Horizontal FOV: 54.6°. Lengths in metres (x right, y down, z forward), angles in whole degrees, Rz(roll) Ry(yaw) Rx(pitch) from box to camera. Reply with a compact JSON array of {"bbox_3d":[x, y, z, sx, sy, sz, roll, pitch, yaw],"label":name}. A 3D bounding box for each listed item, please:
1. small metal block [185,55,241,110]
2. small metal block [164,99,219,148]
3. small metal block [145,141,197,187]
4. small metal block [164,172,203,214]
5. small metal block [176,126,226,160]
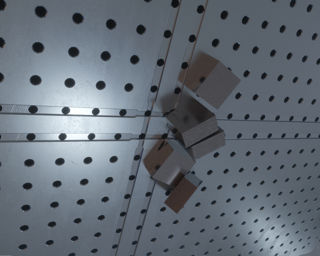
[{"bbox_3d":[0.071,-0.060,0.412,0.050,0.025,0.050,30,102,-38],"label":"small metal block"},{"bbox_3d":[0.041,-0.007,0.412,0.050,0.050,0.025,-28,128,-11],"label":"small metal block"},{"bbox_3d":[0.016,0.053,0.452,0.050,0.025,0.050,31,101,-38],"label":"small metal block"},{"bbox_3d":[0.037,0.097,0.474,0.050,0.025,0.050,-54,167,10],"label":"small metal block"},{"bbox_3d":[0.055,0.012,0.432,0.050,0.050,0.025,-24,127,-13],"label":"small metal block"}]
